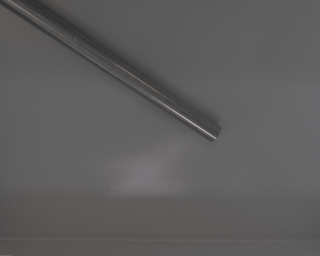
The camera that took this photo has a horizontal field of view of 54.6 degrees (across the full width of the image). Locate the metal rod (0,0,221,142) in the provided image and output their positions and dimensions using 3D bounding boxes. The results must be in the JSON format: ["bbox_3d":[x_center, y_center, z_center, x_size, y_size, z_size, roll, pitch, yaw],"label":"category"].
[{"bbox_3d":[-0.050,-0.071,0.384,0.301,0.025,0.025,33,107,-12],"label":"metal rod"}]
